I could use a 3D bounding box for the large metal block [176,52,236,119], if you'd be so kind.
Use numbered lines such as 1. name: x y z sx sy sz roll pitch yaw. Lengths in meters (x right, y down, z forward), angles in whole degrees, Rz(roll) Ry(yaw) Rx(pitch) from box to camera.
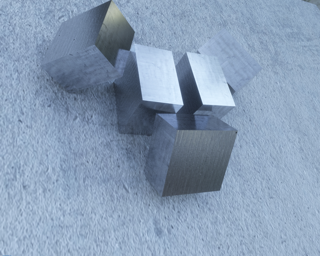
1. large metal block: 0.048 -0.044 0.425 0.050 0.080 0.080 1 62 -28

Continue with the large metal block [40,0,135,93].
1. large metal block: -0.084 -0.096 0.373 0.050 0.080 0.080 49 39 -43

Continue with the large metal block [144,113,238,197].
1. large metal block: 0.034 0.029 0.364 0.081 0.079 0.050 1 22 -28

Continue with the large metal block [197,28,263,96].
1. large metal block: 0.101 -0.093 0.475 0.050 0.080 0.080 -41 84 -1

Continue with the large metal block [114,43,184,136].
1. large metal block: -0.019 -0.044 0.388 0.050 0.080 0.080 5 60 -26
